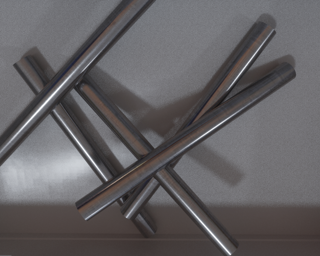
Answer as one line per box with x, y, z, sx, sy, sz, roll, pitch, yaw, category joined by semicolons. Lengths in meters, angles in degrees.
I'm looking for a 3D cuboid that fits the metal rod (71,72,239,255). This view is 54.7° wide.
-0.012;0.039;0.384;0.025;0.025;0.300;-42;90;13;metal rod

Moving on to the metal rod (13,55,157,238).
-0.092;0.037;0.423;0.025;0.025;0.299;-30;108;10;metal rod

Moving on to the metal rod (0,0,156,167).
-0.116;-0.050;0.362;0.299;0.025;0.025;-42;105;15;metal rod

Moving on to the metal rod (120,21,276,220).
0.042;-0.001;0.398;0.025;0.025;0.299;34;101;-12;metal rod

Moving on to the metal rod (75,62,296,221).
0.037;0.010;0.366;0.301;0.025;0.025;-34;108;-8;metal rod
